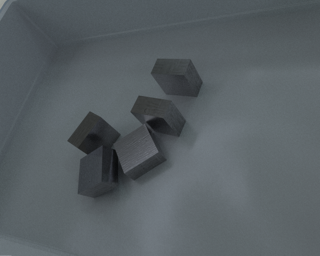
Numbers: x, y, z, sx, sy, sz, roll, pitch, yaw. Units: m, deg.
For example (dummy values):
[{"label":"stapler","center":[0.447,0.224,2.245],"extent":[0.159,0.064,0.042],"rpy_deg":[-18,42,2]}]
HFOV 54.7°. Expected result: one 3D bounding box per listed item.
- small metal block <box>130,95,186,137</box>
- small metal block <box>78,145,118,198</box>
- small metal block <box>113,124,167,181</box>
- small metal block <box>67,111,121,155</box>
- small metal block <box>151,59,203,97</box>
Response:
[{"label":"small metal block","center":[-0.001,-0.015,0.400],"extent":[0.050,0.050,0.025],"rpy_deg":[12,68,33]},{"label":"small metal block","center":[-0.080,0.057,0.403],"extent":[0.050,0.025,0.050],"rpy_deg":[-30,49,34]},{"label":"small metal block","center":[-0.027,0.031,0.401],"extent":[0.050,0.025,0.050],"rpy_deg":[-33,52,6]},{"label":"small metal block","center":[-0.090,0.013,0.429],"extent":[0.025,0.050,0.050],"rpy_deg":[26,76,37]},{"label":"small metal block","center":[0.024,-0.068,0.419],"extent":[0.050,0.050,0.025],"rpy_deg":[9,66,32]}]
